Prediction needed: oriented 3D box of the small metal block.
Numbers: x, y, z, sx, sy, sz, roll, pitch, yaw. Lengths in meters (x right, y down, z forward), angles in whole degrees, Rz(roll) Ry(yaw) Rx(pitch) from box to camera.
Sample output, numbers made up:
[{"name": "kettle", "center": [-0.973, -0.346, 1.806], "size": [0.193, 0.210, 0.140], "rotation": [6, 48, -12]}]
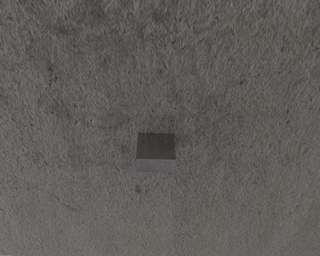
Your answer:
[{"name": "small metal block", "center": [-0.006, 0.033, 0.418], "size": [0.050, 0.050, 0.025], "rotation": [2, 130, -1]}]
